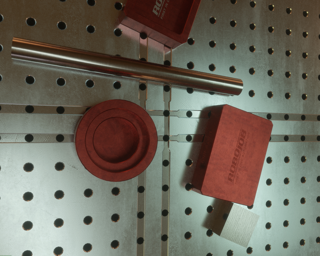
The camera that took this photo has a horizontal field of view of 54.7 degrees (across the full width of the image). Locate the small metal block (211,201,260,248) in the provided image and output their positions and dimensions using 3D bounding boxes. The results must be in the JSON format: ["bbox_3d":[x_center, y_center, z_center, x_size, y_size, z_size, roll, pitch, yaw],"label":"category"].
[{"bbox_3d":[0.111,0.140,0.456,0.050,0.025,0.050,29,80,-18],"label":"small metal block"}]

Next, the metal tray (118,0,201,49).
[{"bbox_3d":[0.010,-0.185,0.414,0.091,0.030,0.129,21,83,-19],"label":"metal tray"}]

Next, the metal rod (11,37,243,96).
[{"bbox_3d":[-0.026,-0.075,0.403,0.302,0.025,0.025,6,88,-20],"label":"metal rod"}]

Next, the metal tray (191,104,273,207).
[{"bbox_3d":[0.106,0.040,0.451,0.091,0.030,0.129,18,84,-20],"label":"metal tray"}]

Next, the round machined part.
[{"bbox_3d":[-0.056,0.015,0.384,0.099,0.042,0.097,0,90,-21],"label":"round machined part"}]
